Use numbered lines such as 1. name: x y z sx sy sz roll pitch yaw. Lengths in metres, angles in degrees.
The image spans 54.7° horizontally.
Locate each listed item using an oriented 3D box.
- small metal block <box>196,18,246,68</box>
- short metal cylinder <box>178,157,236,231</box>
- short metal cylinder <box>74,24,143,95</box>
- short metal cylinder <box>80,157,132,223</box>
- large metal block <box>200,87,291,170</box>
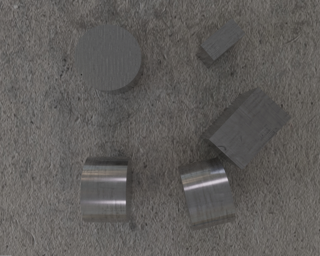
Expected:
1. small metal block: 0.076 -0.107 0.398 0.050 0.050 0.025 -41 90 0
2. short metal cylinder: 0.056 0.081 0.383 0.050 0.080 0.080 -13 90 0
3. short metal cylinder: -0.063 -0.085 0.397 0.081 0.050 0.080 0 90 0
4. short metal cylinder: -0.063 0.075 0.382 0.050 0.080 0.080 0 90 0
5. large metal block: 0.100 0.000 0.383 0.050 0.080 0.080 43 90 0
